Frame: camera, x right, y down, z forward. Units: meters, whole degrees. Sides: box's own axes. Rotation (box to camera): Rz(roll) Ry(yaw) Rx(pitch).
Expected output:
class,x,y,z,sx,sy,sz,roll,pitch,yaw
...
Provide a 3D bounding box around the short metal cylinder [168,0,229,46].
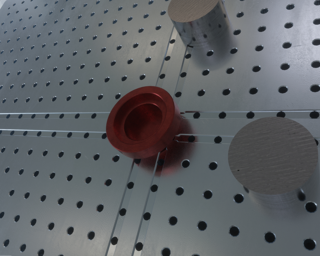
class,x,y,z,sx,sy,sz,roll,pitch,yaw
short metal cylinder,0.058,-0.171,0.466,0.080,0.050,0.080,-13,56,21

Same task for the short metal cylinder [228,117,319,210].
class,x,y,z,sx,sy,sz,roll,pitch,yaw
short metal cylinder,0.114,0.036,0.310,0.080,0.050,0.080,-13,56,21

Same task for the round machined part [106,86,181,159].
class,x,y,z,sx,sy,sz,roll,pitch,yaw
round machined part,-0.018,-0.004,0.409,0.098,0.042,0.098,-13,56,21
